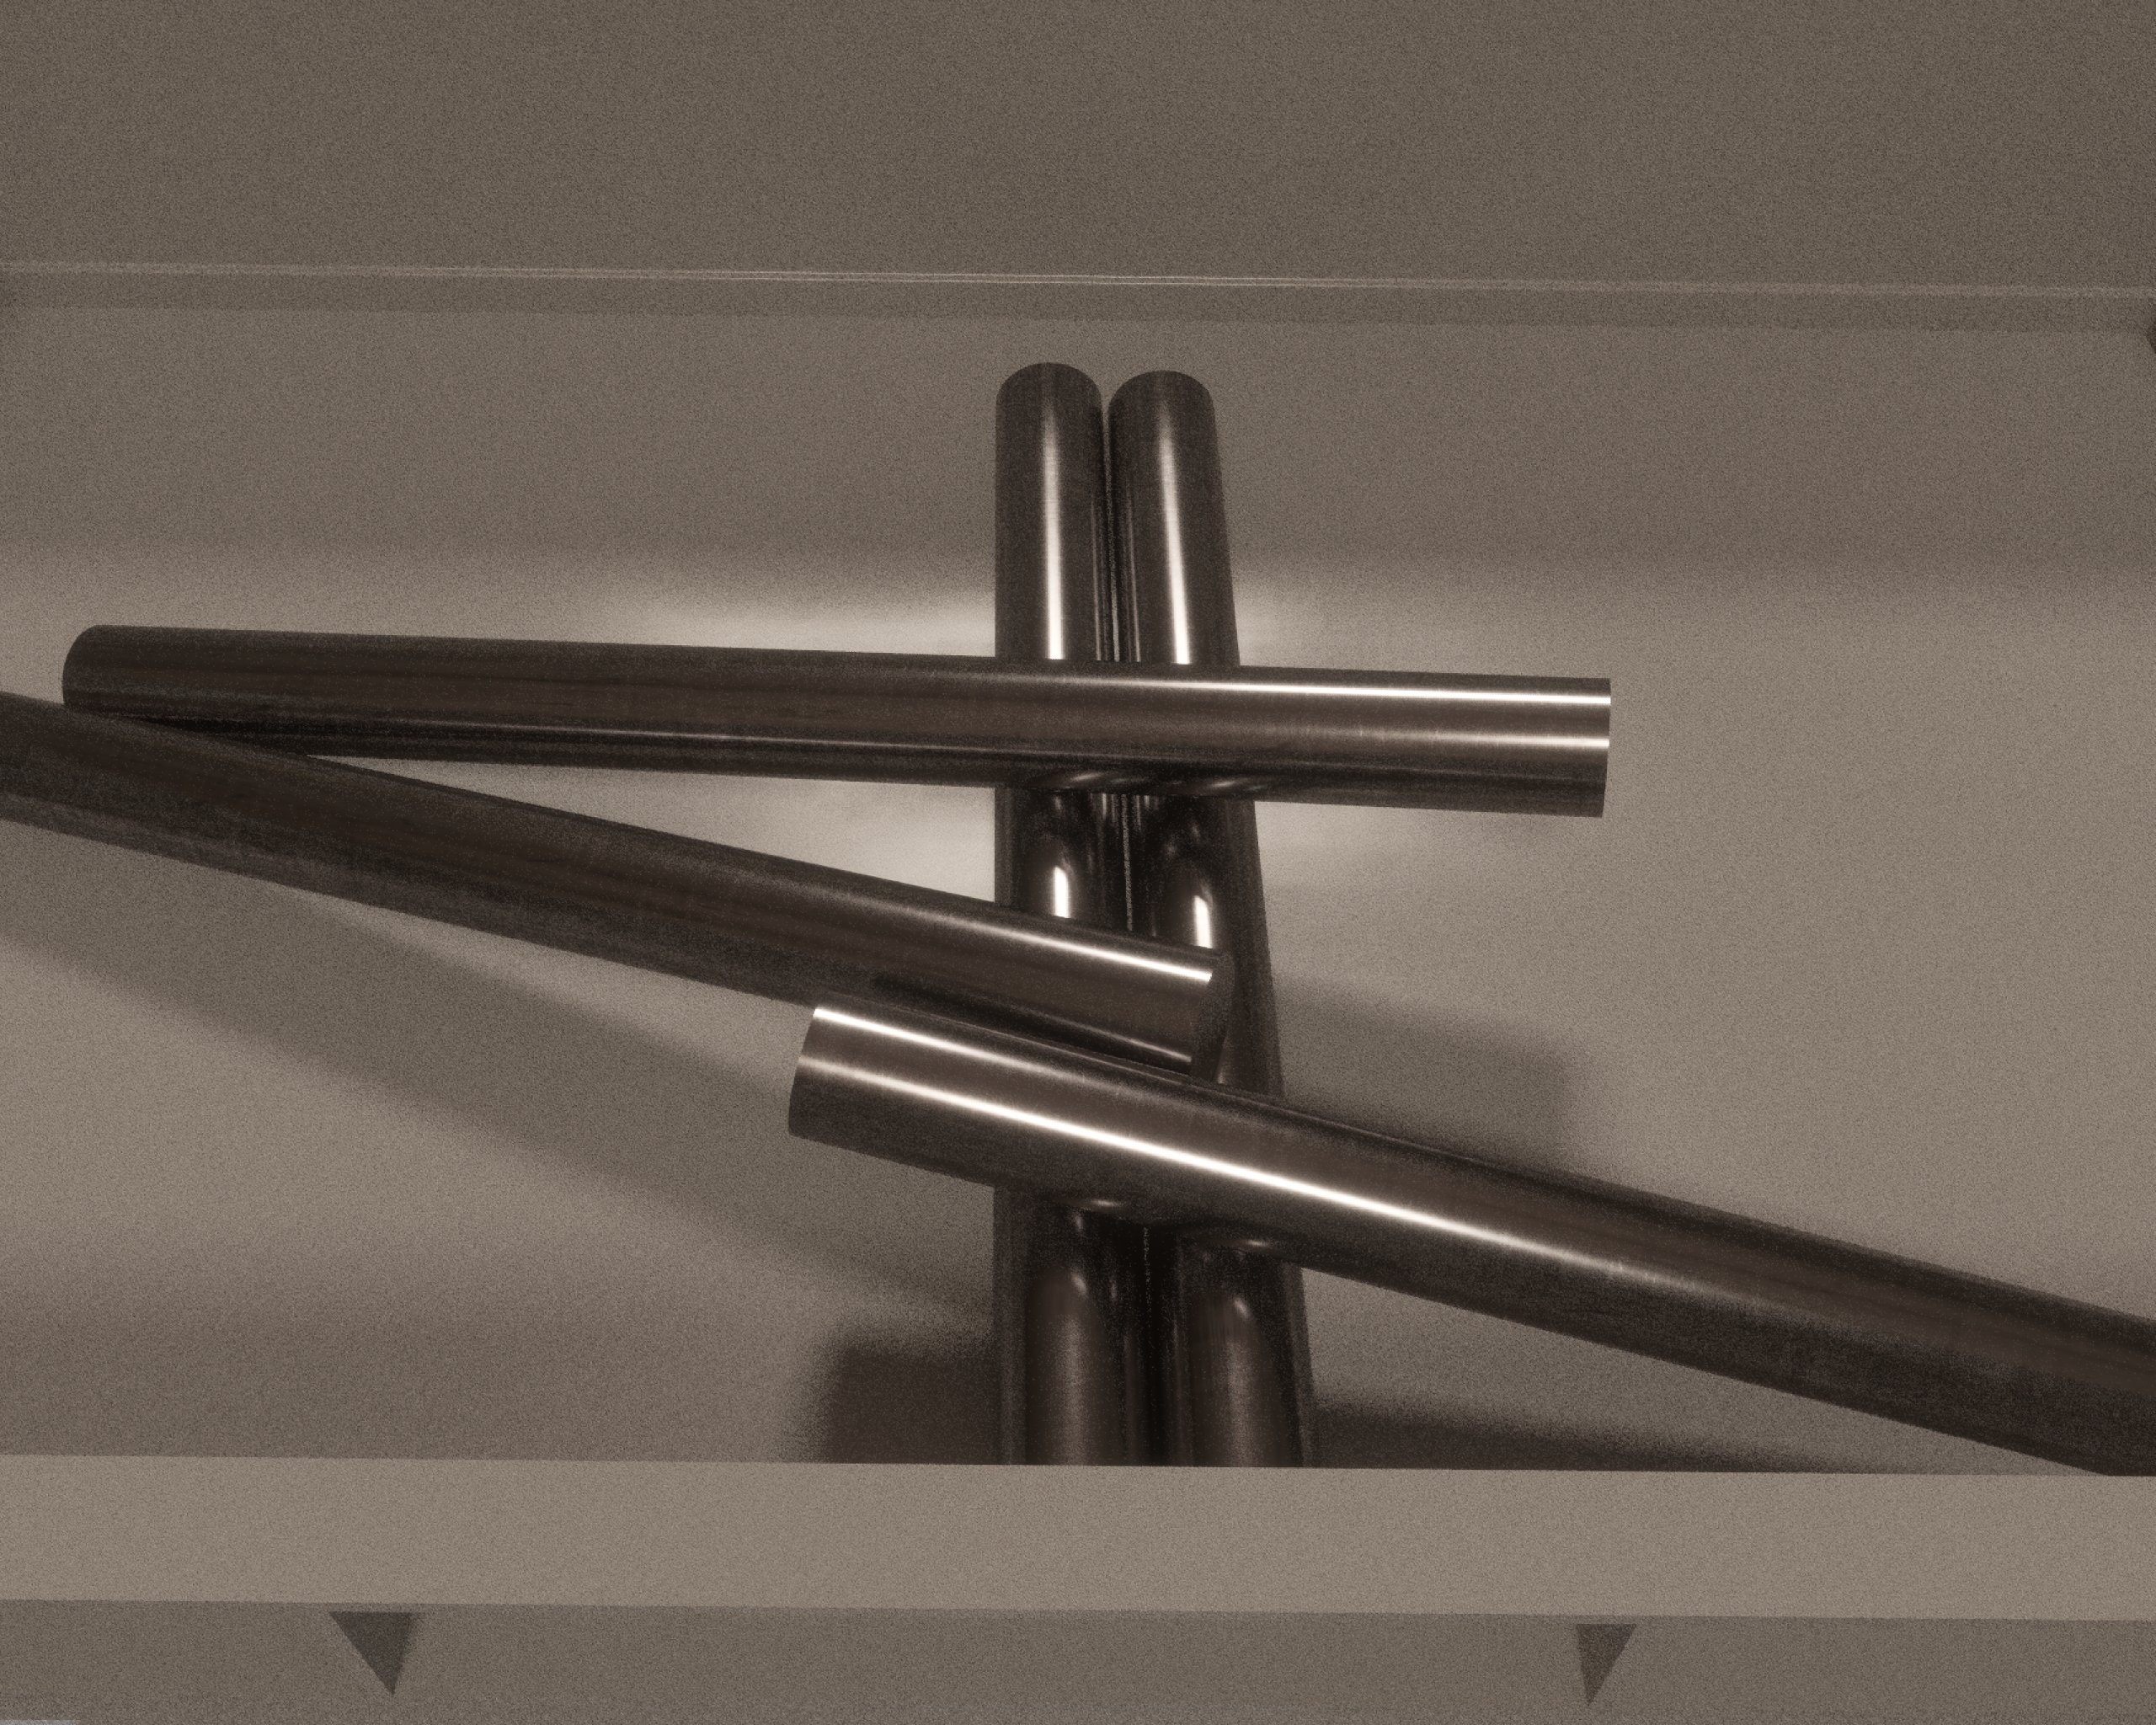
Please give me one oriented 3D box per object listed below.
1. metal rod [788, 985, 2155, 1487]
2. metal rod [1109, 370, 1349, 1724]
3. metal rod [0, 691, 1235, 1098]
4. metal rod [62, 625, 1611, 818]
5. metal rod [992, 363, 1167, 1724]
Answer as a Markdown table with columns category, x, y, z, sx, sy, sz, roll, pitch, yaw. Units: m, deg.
| category | x | y | z | sx | sy | sz | roll | pitch | yaw |
| --- | --- | --- | --- | --- | --- | --- | --- | --- | --- |
| metal rod | 0.104 | 0.068 | 0.325 | 0.302 | 0.025 | 0.025 | 14 | 51 | 4 |
| metal rod | 0.023 | 0.009 | 0.394 | 0.025 | 0.025 | 0.300 | -1 | 50 | -1 |
| metal rod | -0.119 | -0.002 | 0.387 | 0.301 | 0.025 | 0.025 | 12 | 51 | 16 |
| metal rod | -0.053 | -0.028 | 0.401 | 0.301 | 0.025 | 0.025 | 3 | 50 | 11 |
| metal rod | -0.003 | 0.007 | 0.395 | 0.025 | 0.025 | 0.300 | -1 | 50 | -1 |
